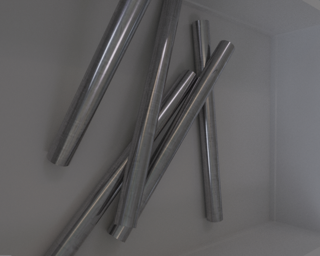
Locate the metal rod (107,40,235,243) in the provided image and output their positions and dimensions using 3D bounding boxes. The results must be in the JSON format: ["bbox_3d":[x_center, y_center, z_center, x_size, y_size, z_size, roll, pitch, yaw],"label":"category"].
[{"bbox_3d":[0.023,0.005,0.406,0.025,0.025,0.300,42,70,-32],"label":"metal rod"}]

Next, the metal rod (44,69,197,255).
[{"bbox_3d":[-0.036,0.036,0.376,0.025,0.025,0.301,51,60,-28],"label":"metal rod"}]

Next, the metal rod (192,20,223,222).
[{"bbox_3d":[0.072,-0.008,0.466,0.025,0.025,0.298,-8,95,-40],"label":"metal rod"}]

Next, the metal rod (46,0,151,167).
[{"bbox_3d":[-0.034,-0.094,0.286,0.025,0.025,0.298,18,107,-39],"label":"metal rod"}]

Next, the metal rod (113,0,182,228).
[{"bbox_3d":[-0.010,-0.035,0.376,0.025,0.025,0.299,25,67,-37],"label":"metal rod"}]
